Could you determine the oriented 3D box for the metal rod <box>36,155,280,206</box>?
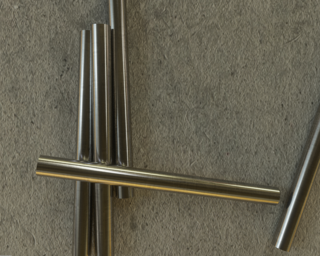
[{"bbox_3d":[0.005,0.067,0.388,0.302,0.025,0.025,9,90,-9],"label":"metal rod"}]

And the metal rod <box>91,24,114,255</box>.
[{"bbox_3d":[-0.074,0.021,0.399,0.025,0.025,0.298,0,94,0],"label":"metal rod"}]

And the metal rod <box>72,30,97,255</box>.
[{"bbox_3d":[-0.098,0.024,0.409,0.025,0.025,0.298,2,90,0],"label":"metal rod"}]

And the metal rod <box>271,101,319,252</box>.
[{"bbox_3d":[0.209,0.017,0.411,0.025,0.025,0.299,19,90,0],"label":"metal rod"}]

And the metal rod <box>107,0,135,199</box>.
[{"bbox_3d":[-0.052,-0.059,0.409,0.025,0.025,0.298,-2,90,0],"label":"metal rod"}]
